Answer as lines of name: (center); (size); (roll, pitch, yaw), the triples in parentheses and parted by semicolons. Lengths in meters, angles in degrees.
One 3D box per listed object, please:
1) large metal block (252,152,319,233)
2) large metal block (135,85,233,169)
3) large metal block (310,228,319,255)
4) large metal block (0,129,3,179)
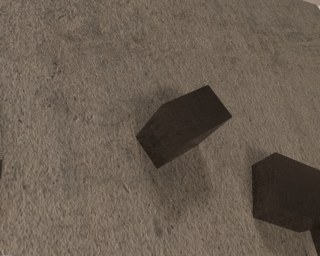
large metal block: (0.178, 0.091, 0.431); (0.080, 0.050, 0.080); (21, 54, -16)
large metal block: (0.028, -0.001, 0.386); (0.081, 0.080, 0.050); (-26, 76, -37)
large metal block: (0.266, 0.154, 0.440); (0.081, 0.050, 0.080); (9, 58, -24)
large metal block: (-0.192, 0.006, 0.281); (0.081, 0.050, 0.080); (-3, 64, -30)
